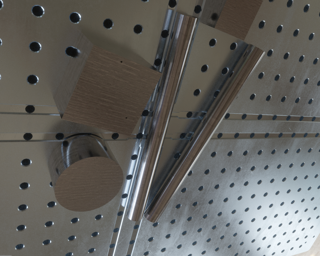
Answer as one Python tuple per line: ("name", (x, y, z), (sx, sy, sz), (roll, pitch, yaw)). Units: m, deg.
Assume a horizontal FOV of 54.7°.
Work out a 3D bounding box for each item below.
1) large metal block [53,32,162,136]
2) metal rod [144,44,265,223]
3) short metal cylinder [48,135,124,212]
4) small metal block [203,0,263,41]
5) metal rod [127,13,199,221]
("large metal block", (-0.058, -0.045, 0.336), (0.081, 0.050, 0.080), (16, 110, -35))
("metal rod", (0.058, 0.017, 0.455), (0.025, 0.025, 0.298), (19, 108, -36))
("short metal cylinder", (-0.091, 0.055, 0.380), (0.081, 0.050, 0.079), (-14, 125, -21))
("small metal block", (0.088, -0.140, 0.375), (0.050, 0.025, 0.050), (10, 114, -33))
("metal rod", (-0.004, 0.003, 0.412), (0.025, 0.025, 0.298), (0, 118, -29))
